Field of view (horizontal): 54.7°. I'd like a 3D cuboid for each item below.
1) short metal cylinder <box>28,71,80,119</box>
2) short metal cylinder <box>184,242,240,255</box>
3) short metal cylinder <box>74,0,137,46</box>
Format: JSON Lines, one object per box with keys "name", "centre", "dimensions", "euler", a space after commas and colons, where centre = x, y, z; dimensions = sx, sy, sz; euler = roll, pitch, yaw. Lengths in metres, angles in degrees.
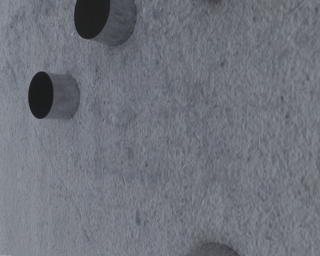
{"name": "short metal cylinder", "centre": [-0.184, -0.055, 0.538], "dimensions": [0.080, 0.050, 0.079], "euler": [0, 90, 39]}
{"name": "short metal cylinder", "centre": [0.055, 0.175, 0.342], "dimensions": [0.080, 0.050, 0.079], "euler": [0, 90, 39]}
{"name": "short metal cylinder", "centre": [-0.080, -0.165, 0.453], "dimensions": [0.080, 0.050, 0.079], "euler": [0, 90, 39]}
